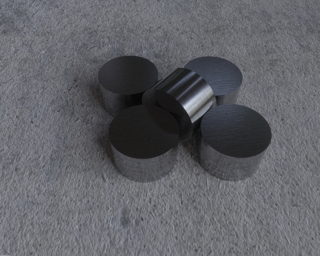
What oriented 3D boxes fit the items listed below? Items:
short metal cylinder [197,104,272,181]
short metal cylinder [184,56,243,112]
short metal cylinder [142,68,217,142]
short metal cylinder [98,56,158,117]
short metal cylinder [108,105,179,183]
[{"bbox_3d":[0.087,0.017,0.374,0.081,0.050,0.080,0,50,0],"label":"short metal cylinder"},{"bbox_3d":[0.070,-0.055,0.434,0.081,0.050,0.080,0,50,0],"label":"short metal cylinder"},{"bbox_3d":[0.024,-0.029,0.394,0.080,0.080,0.050,32,57,24],"label":"short metal cylinder"},{"bbox_3d":[-0.043,-0.057,0.434,0.081,0.050,0.080,0,50,0],"label":"short metal cylinder"},{"bbox_3d":[-0.018,0.018,0.372,0.081,0.050,0.080,0,50,0],"label":"short metal cylinder"}]
